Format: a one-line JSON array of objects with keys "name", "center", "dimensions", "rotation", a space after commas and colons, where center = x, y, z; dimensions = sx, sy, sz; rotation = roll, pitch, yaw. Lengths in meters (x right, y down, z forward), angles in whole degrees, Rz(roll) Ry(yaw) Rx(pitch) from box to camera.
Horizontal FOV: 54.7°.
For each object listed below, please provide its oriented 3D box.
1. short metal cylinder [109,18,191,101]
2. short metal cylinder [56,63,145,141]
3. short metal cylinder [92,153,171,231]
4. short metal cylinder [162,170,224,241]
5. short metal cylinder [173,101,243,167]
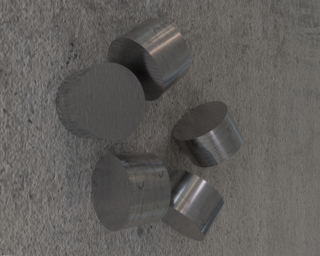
[{"name": "short metal cylinder", "center": [-0.012, -0.078, 0.358], "dimensions": [0.050, 0.080, 0.080], "rotation": [-44, 117, -31]}, {"name": "short metal cylinder", "center": [-0.063, -0.027, 0.335], "dimensions": [0.081, 0.050, 0.080], "rotation": [0, 90, -40]}, {"name": "short metal cylinder", "center": [-0.033, 0.068, 0.341], "dimensions": [0.050, 0.080, 0.080], "rotation": [2, 89, -40]}, {"name": "short metal cylinder", "center": [0.034, 0.099, 0.398], "dimensions": [0.050, 0.080, 0.080], "rotation": [-51, 120, -28]}, {"name": "short metal cylinder", "center": [0.065, 0.008, 0.424], "dimensions": [0.080, 0.080, 0.050], "rotation": [-49, 119, -29]}]
